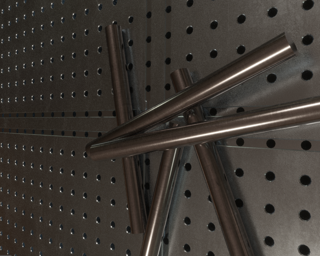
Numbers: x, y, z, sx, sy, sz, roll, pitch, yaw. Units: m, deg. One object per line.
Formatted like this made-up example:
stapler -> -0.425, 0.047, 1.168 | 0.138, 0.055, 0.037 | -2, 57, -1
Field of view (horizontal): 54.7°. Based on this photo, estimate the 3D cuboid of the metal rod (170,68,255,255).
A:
metal rod -> 0.068, 0.070, 0.352 | 0.025, 0.025, 0.299 | -28, 73, 36

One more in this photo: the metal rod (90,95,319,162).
metal rod -> 0.044, 0.005, 0.340 | 0.300, 0.025, 0.025 | -12, 82, 29

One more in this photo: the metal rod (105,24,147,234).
metal rod -> -0.049, -0.003, 0.447 | 0.025, 0.025, 0.298 | -14, 81, 39

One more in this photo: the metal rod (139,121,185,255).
metal rod -> -0.007, 0.137, 0.413 | 0.025, 0.025, 0.298 | 20, 103, 38

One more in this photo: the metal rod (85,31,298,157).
metal rod -> 0.010, -0.021, 0.365 | 0.299, 0.025, 0.025 | -27, 74, 36
